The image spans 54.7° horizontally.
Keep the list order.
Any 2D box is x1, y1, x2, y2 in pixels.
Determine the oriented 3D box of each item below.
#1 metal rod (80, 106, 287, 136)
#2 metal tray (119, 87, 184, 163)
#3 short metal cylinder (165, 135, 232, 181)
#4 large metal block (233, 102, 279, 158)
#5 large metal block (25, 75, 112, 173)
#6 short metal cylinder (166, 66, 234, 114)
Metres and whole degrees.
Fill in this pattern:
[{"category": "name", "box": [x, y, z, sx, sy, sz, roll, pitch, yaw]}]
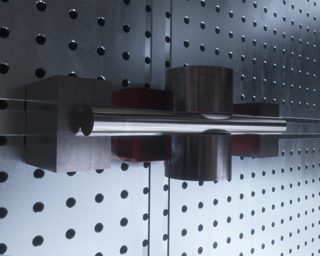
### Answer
[{"category": "metal rod", "box": [0.056, -0.005, 0.351, 0.302, 0.025, 0.025, 1, 90, -40]}, {"category": "metal tray", "box": [0.009, -0.003, 0.413, 0.131, 0.030, 0.089, 2, 89, -40]}, {"category": "short metal cylinder", "box": [0.046, 0.032, 0.372, 0.081, 0.080, 0.050, 1, 90, -40]}, {"category": "large metal block", "box": [0.136, 0.003, 0.485, 0.050, 0.080, 0.080, 1, 90, -40]}, {"category": "large metal block", "box": [-0.089, -0.003, 0.297, 0.050, 0.080, 0.080, 1, 90, -40]}, {"category": "short metal cylinder", "box": [0.048, -0.043, 0.374, 0.081, 0.080, 0.050, 1, 90, -40]}]
